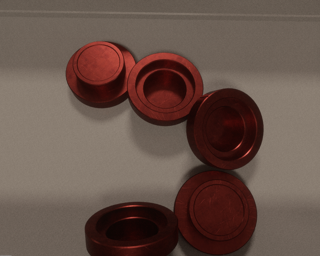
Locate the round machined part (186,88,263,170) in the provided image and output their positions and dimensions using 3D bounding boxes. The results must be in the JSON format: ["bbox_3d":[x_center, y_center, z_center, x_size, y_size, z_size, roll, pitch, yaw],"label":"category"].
[{"bbox_3d":[0.076,0.001,0.387,0.099,0.042,0.097,0,90,-22],"label":"round machined part"}]

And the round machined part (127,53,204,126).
[{"bbox_3d":[0.006,-0.048,0.416,0.099,0.042,0.098,1,72,-3],"label":"round machined part"}]

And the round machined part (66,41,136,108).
[{"bbox_3d":[-0.081,-0.080,0.429,0.099,0.042,0.098,0,70,-1],"label":"round machined part"}]

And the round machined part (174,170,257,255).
[{"bbox_3d":[0.066,0.098,0.366,0.099,0.042,0.098,0,70,-1],"label":"round machined part"}]

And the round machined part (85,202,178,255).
[{"bbox_3d":[-0.029,0.120,0.335,0.099,0.098,0.042,-2,101,-1],"label":"round machined part"}]
